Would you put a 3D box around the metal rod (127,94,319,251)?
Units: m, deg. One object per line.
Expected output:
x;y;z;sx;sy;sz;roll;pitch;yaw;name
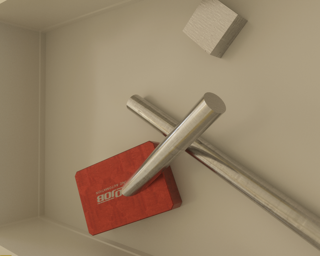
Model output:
0.064;0.038;0.352;0.300;0.025;0.025;36;112;33;metal rod

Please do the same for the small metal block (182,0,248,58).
0.062;-0.117;0.354;0.050;0.025;0.050;50;119;28;small metal block

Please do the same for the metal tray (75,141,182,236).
-0.046;0.081;0.416;0.130;0.030;0.090;-24;74;20;metal tray

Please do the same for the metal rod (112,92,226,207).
-0.022;0.062;0.384;0.298;0.025;0.025;-49;61;41;metal rod
